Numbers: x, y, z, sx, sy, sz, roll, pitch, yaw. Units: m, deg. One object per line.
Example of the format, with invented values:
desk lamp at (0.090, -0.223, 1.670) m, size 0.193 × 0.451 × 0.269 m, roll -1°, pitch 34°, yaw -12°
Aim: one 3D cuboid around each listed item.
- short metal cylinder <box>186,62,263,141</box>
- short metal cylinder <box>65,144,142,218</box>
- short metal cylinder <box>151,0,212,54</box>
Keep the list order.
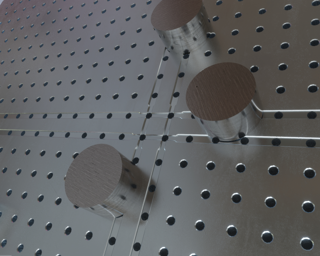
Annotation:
short metal cylinder at (0.077, -0.031, 0.370) m, size 0.080 × 0.050 × 0.080 m, roll -13°, pitch 56°, yaw 20°
short metal cylinder at (-0.070, 0.066, 0.386) m, size 0.080 × 0.050 × 0.080 m, roll -13°, pitch 56°, yaw 20°
short metal cylinder at (0.033, -0.161, 0.472) m, size 0.080 × 0.050 × 0.080 m, roll -13°, pitch 56°, yaw 20°
